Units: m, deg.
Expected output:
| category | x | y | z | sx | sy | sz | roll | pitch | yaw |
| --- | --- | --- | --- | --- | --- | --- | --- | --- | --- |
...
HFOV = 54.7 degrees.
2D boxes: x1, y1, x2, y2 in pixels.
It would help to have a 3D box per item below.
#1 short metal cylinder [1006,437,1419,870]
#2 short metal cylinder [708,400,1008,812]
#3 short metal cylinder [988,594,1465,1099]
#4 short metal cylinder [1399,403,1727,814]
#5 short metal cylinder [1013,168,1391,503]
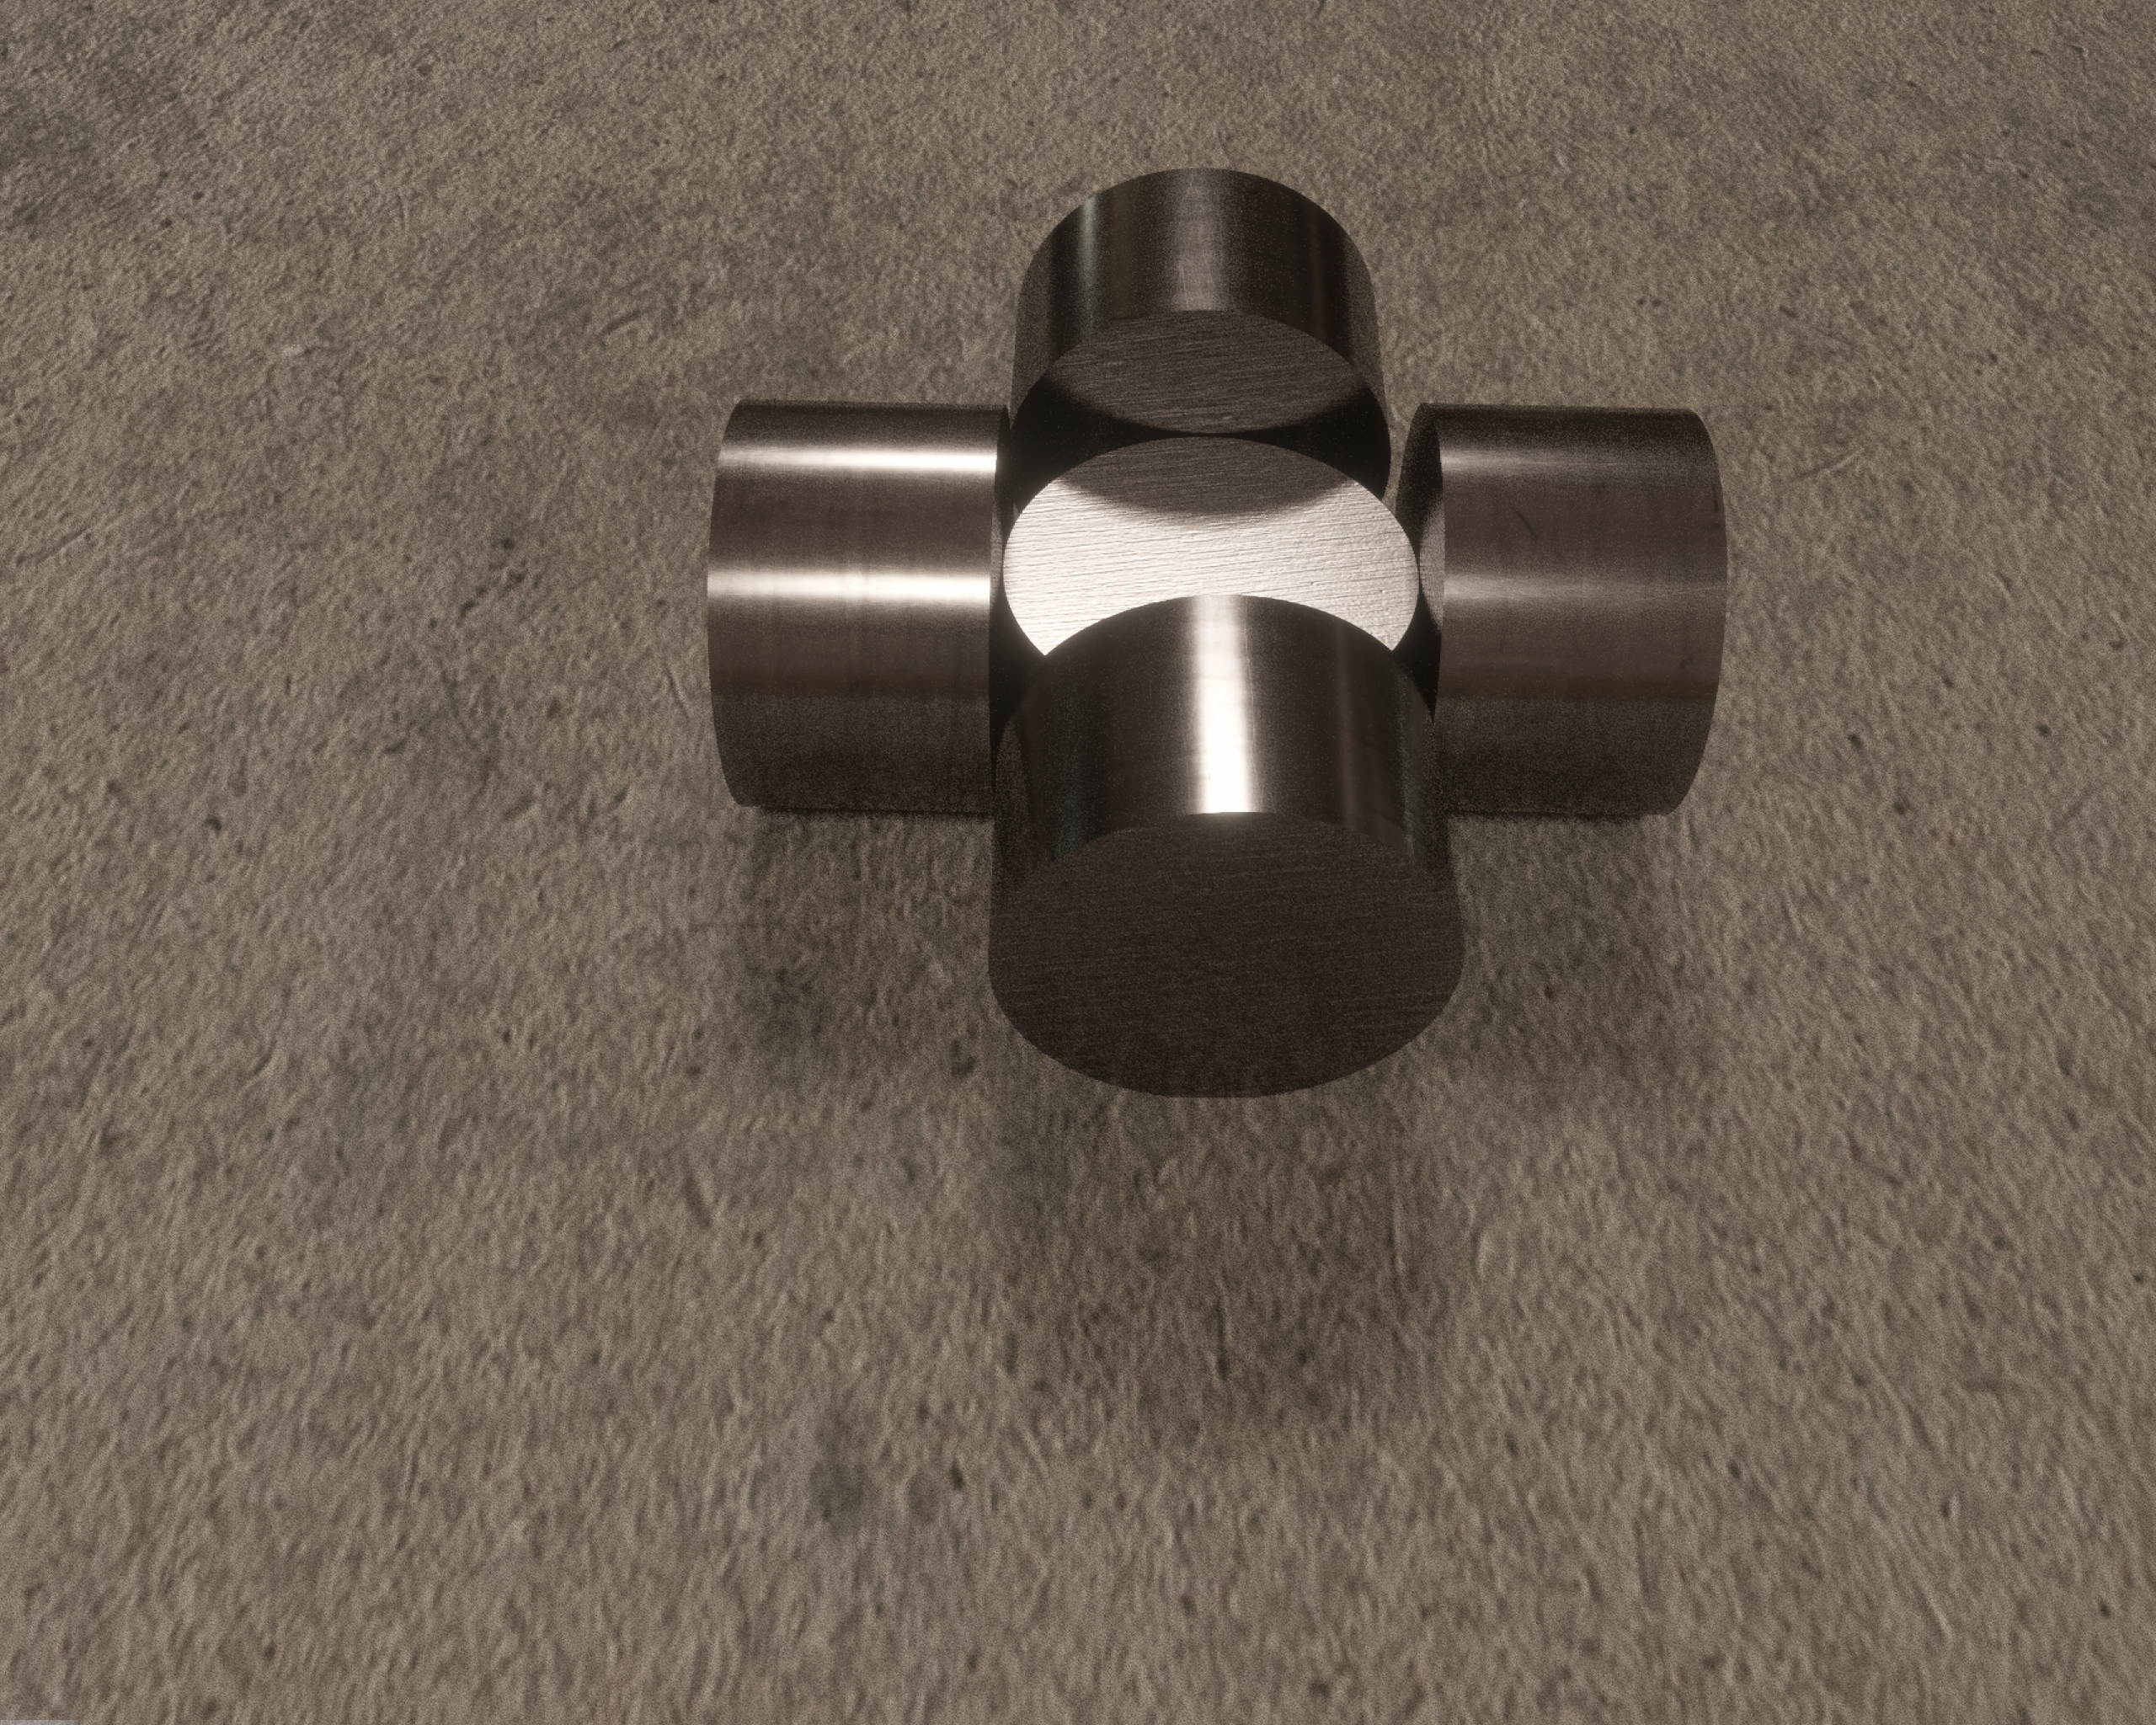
| category | x | y | z | sx | sy | sz | roll | pitch | yaw |
| --- | --- | --- | --- | --- | --- | --- | --- | --- | --- |
| short metal cylinder | 0.026 | -0.041 | 0.424 | 0.081 | 0.050 | 0.080 | 0 | 50 | 0 |
| short metal cylinder | -0.040 | -0.050 | 0.411 | 0.050 | 0.080 | 0.080 | 1 | 50 | 1 |
| short metal cylinder | 0.025 | -0.001 | 0.370 | 0.081 | 0.080 | 0.050 | 0 | 50 | 0 |
| short metal cylinder | 0.091 | -0.050 | 0.412 | 0.050 | 0.080 | 0.080 | 1 | 50 | 1 |
| short metal cylinder | 0.026 | -0.102 | 0.454 | 0.081 | 0.080 | 0.050 | 1 | 51 | 0 |
